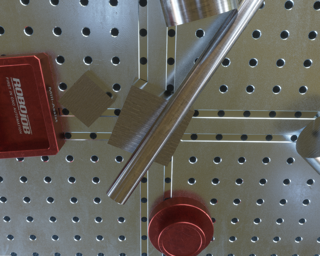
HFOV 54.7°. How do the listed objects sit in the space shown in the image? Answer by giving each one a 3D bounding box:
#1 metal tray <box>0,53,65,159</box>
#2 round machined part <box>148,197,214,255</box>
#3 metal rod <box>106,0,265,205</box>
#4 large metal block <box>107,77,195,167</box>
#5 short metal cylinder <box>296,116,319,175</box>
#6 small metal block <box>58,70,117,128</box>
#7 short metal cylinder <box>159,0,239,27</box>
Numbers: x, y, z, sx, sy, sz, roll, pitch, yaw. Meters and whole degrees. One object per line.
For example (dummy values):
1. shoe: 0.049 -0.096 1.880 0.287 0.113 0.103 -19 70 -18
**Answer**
1. metal tray: -0.182 -0.027 0.399 0.091 0.030 0.129 -4 110 1
2. round machined part: 0.031 0.156 0.462 0.099 0.042 0.097 0 110 0
3. metal rod: 0.035 -0.045 0.351 0.025 0.025 0.299 35 89 -12
4. large metal block: -0.012 -0.009 0.397 0.080 0.050 0.079 22 109 -8
5. short metal cylinder: 0.225 0.023 0.395 0.050 0.080 0.080 43 105 -14
6. small metal block: -0.092 -0.038 0.399 0.050 0.025 0.050 -43 105 14
7. short metal cylinder: 0.039 -0.144 0.331 0.080 0.080 0.050 -14 110 5
